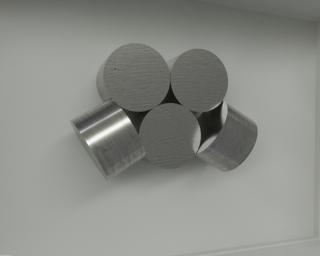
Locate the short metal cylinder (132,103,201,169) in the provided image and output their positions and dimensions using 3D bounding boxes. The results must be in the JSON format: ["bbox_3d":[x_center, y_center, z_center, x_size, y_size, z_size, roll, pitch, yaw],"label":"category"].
[{"bbox_3d":[0.005,0.009,0.397,0.081,0.050,0.080,0,90,-20],"label":"short metal cylinder"}]

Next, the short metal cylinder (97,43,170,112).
[{"bbox_3d":[-0.034,-0.059,0.383,0.081,0.050,0.080,0,90,-20],"label":"short metal cylinder"}]

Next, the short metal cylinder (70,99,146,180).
[{"bbox_3d":[-0.060,0.013,0.358,0.050,0.080,0.080,-32,101,-17],"label":"short metal cylinder"}]

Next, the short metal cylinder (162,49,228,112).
[{"bbox_3d":[0.042,-0.060,0.411,0.081,0.050,0.080,0,90,-20],"label":"short metal cylinder"}]

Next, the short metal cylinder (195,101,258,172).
[{"bbox_3d":[0.081,0.011,0.409,0.050,0.080,0.080,31,80,-17],"label":"short metal cylinder"}]
